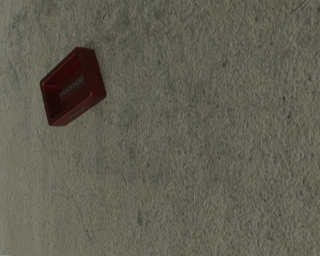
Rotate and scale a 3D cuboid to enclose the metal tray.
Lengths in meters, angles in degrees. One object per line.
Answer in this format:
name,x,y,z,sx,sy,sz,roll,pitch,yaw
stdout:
metal tray,-0.152,-0.067,0.526,0.130,0.030,0.090,-27,73,36
